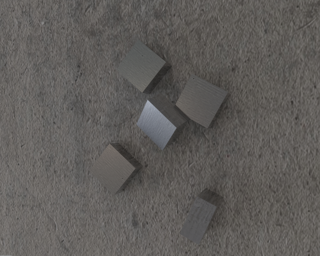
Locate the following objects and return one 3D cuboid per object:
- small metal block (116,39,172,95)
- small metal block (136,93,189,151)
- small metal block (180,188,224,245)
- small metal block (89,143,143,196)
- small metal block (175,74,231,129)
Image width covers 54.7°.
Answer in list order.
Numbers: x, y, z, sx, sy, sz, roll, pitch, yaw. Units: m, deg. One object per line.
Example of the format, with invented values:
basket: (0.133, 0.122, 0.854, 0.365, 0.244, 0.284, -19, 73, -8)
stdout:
small metal block: (-0.021, -0.081, 0.416, 0.050, 0.025, 0.050, 42, 103, 15)
small metal block: (0.002, -0.008, 0.395, 0.050, 0.025, 0.050, 45, 139, 14)
small metal block: (0.052, 0.106, 0.377, 0.025, 0.050, 0.050, 26, 99, 18)
small metal block: (-0.061, 0.056, 0.431, 0.050, 0.025, 0.050, 42, 103, 15)
small metal block: (0.053, -0.033, 0.390, 0.050, 0.025, 0.050, 31, 100, 17)
